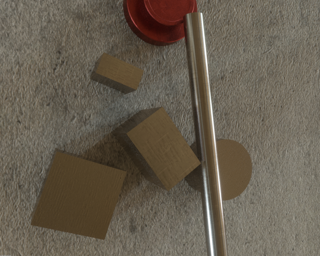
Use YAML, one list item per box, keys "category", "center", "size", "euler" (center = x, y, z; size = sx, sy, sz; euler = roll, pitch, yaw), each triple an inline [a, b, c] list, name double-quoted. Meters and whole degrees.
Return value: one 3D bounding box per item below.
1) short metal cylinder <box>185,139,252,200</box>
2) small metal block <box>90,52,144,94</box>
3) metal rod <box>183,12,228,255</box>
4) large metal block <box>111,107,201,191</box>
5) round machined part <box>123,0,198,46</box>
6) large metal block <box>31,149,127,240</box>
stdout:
- category: "short metal cylinder"
  center: [0.078, 0.054, 0.426]
  size: [0.081, 0.050, 0.079]
  euler: [0, 90, -20]
- category: "small metal block"
  center: [-0.054, -0.065, 0.377]
  size: [0.050, 0.050, 0.025]
  euler: [21, 83, -19]
- category: "metal rod"
  center: [0.056, 0.010, 0.379]
  size: [0.025, 0.025, 0.298]
  euler: [-5, 89, -20]
- category: "large metal block"
  center: [-0.008, 0.023, 0.378]
  size: [0.050, 0.080, 0.080]
  euler: [-38, 103, -16]
- category: "round machined part"
  center: [0.005, -0.160, 0.403]
  size: [0.099, 0.042, 0.097]
  euler: [0, 90, -21]
- category: "large metal block"
  center: [-0.095, 0.075, 0.361]
  size: [0.081, 0.050, 0.080]
  euler: [20, 83, -19]
